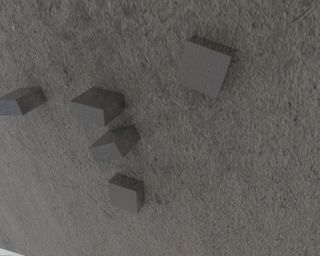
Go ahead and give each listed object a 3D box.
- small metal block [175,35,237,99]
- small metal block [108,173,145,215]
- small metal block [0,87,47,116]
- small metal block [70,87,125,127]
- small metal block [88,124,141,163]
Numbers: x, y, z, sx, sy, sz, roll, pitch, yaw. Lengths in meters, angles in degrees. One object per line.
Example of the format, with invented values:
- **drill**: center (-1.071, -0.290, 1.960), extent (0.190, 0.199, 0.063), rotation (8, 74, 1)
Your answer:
- **small metal block**: center (0.050, -0.067, 0.339), extent (0.050, 0.025, 0.050), rotation (24, 127, 13)
- **small metal block**: center (-0.054, 0.106, 0.501), extent (0.050, 0.025, 0.050), rotation (14, 124, 20)
- **small metal block**: center (-0.215, -0.042, 0.478), extent (0.050, 0.050, 0.025), rotation (1, 119, 28)
- **small metal block**: center (-0.082, -0.030, 0.416), extent (0.050, 0.050, 0.025), rotation (15, 124, 20)
- **small metal block**: center (-0.064, 0.022, 0.438), extent (0.050, 0.050, 0.025), rotation (-14, 111, 34)
